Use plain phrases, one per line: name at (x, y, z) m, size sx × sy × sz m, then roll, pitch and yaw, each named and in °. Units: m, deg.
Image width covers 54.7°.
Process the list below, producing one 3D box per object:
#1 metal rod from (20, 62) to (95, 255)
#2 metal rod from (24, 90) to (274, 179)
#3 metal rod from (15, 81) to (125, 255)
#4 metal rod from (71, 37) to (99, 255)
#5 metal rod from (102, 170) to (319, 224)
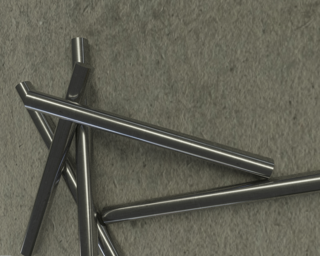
metal rod at (-0.147, 0.054, 0.430) m, size 0.025 × 0.025 × 0.298 m, roll 27°, pitch 107°, yaw 17°
metal rod at (-0.015, 0.006, 0.373) m, size 0.302 × 0.025 × 0.025 m, roll 16°, pitch 96°, yaw 3°
metal rod at (-0.136, 0.060, 0.455) m, size 0.025 × 0.025 × 0.299 m, roll -34°, pitch 79°, yaw 16°
metal rod at (-0.105, 0.021, 0.429) m, size 0.025 × 0.025 × 0.298 m, roll -7°, pitch 82°, yaw 19°
metal rod at (0.064, 0.088, 0.386) m, size 0.301 × 0.025 × 0.025 m, roll -14°, pitch 86°, yaw 19°
